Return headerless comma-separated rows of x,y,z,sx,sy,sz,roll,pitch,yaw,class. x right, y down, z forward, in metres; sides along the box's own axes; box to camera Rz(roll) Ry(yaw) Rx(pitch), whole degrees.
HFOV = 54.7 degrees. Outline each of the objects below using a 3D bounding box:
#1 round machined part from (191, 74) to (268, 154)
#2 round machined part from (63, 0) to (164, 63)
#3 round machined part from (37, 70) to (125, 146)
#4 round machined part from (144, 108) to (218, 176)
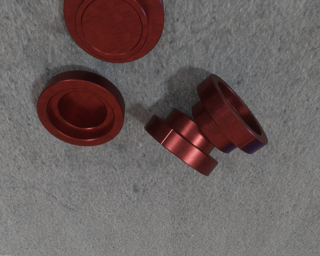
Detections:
0.073,-0.010,0.350,0.042,0.098,0.098,-40,120,22,round machined part
-0.045,-0.107,0.305,0.099,0.042,0.097,-1,130,0,round machined part
-0.091,-0.027,0.372,0.099,0.042,0.097,-1,130,0,round machined part
0.032,0.012,0.378,0.098,0.098,0.042,36,93,-27,round machined part
